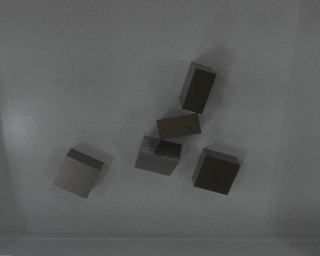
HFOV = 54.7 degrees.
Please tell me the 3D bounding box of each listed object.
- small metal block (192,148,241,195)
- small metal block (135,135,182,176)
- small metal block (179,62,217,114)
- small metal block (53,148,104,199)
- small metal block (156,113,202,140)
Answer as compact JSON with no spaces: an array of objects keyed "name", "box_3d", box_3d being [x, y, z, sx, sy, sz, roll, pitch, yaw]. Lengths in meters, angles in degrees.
[{"name":"small metal block","box_3d":[0.078,0.061,0.435,0.050,0.025,0.050,16,109,-6]},{"name":"small metal block","box_3d":[-0.003,0.038,0.412,0.050,0.025,0.050,15,148,-6]},{"name":"small metal block","box_3d":[0.045,-0.050,0.380,0.025,0.050,0.050,16,109,-6]},{"name":"small metal block","box_3d":[-0.114,0.064,0.433,0.050,0.025,0.050,26,108,-10]},{"name":"small metal block","box_3d":[0.024,-0.002,0.395,0.050,0.050,0.025,-10,90,3]}]
